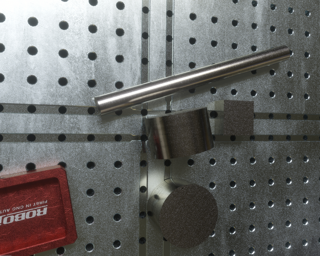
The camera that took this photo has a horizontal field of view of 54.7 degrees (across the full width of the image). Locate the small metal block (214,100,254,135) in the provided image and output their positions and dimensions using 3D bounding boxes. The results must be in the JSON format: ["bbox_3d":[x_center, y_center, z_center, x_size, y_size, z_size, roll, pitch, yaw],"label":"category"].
[{"bbox_3d":[0.108,-0.014,0.453,0.050,0.025,0.050,1,90,-20],"label":"small metal block"}]

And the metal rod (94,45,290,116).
[{"bbox_3d":[0.058,-0.072,0.433,0.302,0.025,0.025,-18,97,-19],"label":"metal rod"}]

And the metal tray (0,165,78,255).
[{"bbox_3d":[-0.167,0.099,0.348,0.131,0.030,0.089,-10,94,-20],"label":"metal tray"}]

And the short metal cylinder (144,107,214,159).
[{"bbox_3d":[0.024,0.005,0.392,0.081,0.080,0.050,-12,95,-20],"label":"short metal cylinder"}]

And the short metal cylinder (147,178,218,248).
[{"bbox_3d":[0.029,0.110,0.410,0.081,0.050,0.079,0,90,-20],"label":"short metal cylinder"}]
